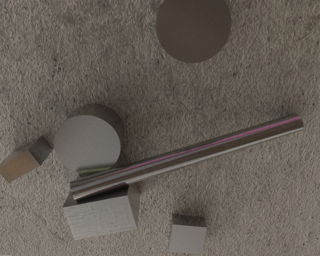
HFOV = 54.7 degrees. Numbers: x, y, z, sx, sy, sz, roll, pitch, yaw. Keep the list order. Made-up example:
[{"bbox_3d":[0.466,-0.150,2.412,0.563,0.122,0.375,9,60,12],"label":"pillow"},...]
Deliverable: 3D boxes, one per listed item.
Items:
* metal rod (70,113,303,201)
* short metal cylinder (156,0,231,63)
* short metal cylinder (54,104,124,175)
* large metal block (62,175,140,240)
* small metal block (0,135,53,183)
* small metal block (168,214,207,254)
[{"bbox_3d":[0.038,0.035,0.394,0.302,0.025,0.025,-16,110,-6],"label":"metal rod"},{"bbox_3d":[0.036,-0.118,0.353,0.081,0.050,0.079,0,110,-1],"label":"short metal cylinder"},{"bbox_3d":[-0.088,0.013,0.400,0.081,0.050,0.079,0,110,-1],"label":"short metal cylinder"},{"bbox_3d":[-0.073,0.096,0.415,0.080,0.080,0.050,-11,110,4],"label":"large metal block"},{"bbox_3d":[-0.177,0.040,0.409,0.050,0.050,0.025,-28,108,9],"label":"small metal block"},{"bbox_3d":[0.041,0.161,0.470,0.050,0.025,0.050,6,110,-3],"label":"small metal block"}]
